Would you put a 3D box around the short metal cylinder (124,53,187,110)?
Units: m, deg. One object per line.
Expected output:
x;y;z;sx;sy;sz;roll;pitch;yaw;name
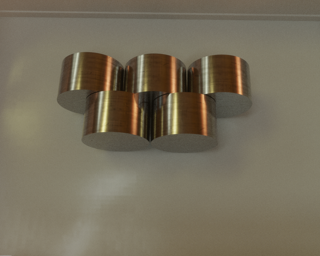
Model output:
-0.006;-0.052;0.397;0.080;0.080;0.050;1;70;0;short metal cylinder

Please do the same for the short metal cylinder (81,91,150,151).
-0.053;-0.006;0.380;0.080;0.080;0.050;1;70;0;short metal cylinder

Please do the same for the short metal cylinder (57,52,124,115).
-0.087;-0.054;0.398;0.080;0.080;0.050;1;70;0;short metal cylinder

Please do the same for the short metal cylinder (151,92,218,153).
0.029;-0.004;0.380;0.080;0.080;0.050;1;70;0;short metal cylinder

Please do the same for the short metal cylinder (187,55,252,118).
0.075;-0.051;0.397;0.080;0.080;0.050;2;70;0;short metal cylinder
